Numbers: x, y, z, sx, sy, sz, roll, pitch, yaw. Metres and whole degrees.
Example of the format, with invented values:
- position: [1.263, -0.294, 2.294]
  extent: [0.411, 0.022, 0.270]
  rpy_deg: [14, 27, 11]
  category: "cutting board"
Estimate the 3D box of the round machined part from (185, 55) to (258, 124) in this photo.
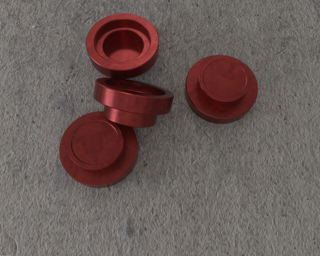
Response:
- position: [0.084, -0.058, 0.421]
  extent: [0.099, 0.042, 0.098]
  rpy_deg: [0, 70, 0]
  category: "round machined part"

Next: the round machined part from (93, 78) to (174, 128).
- position: [-0.035, -0.031, 0.391]
  extent: [0.098, 0.098, 0.042]
  rpy_deg: [14, 107, 5]
  category: "round machined part"

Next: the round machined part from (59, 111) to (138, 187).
- position: [-0.078, 0.023, 0.390]
  extent: [0.099, 0.042, 0.098]
  rpy_deg: [0, 70, 0]
  category: "round machined part"

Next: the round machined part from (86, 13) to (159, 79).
- position: [-0.051, -0.110, 0.436]
  extent: [0.099, 0.042, 0.098]
  rpy_deg: [0, 66, -1]
  category: "round machined part"
